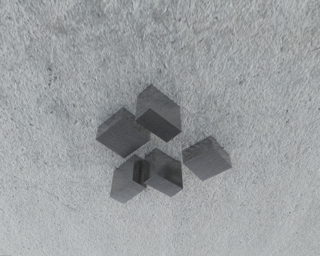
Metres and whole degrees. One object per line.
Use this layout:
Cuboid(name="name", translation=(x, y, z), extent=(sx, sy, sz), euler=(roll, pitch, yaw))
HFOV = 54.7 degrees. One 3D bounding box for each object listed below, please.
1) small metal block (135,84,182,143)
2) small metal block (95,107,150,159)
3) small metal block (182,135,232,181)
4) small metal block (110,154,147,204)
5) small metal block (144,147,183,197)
Cuboid(name="small metal block", translation=(-0.001, -0.018, 0.375), extent=(0.050, 0.050, 0.025), euler=(36, 121, -27))
Cuboid(name="small metal block", translation=(-0.048, 0.007, 0.413), extent=(0.050, 0.025, 0.050), euler=(-36, 122, 26))
Cuboid(name="small metal block", translation=(0.067, 0.045, 0.446), extent=(0.050, 0.025, 0.050), euler=(-31, 124, 23))
Cuboid(name="small metal block", translation=(-0.045, 0.075, 0.454), extent=(0.025, 0.050, 0.050), euler=(36, 121, -26))
Cuboid(name="small metal block", translation=(0.005, 0.064, 0.445), extent=(0.050, 0.050, 0.025), euler=(33, 123, -25))
